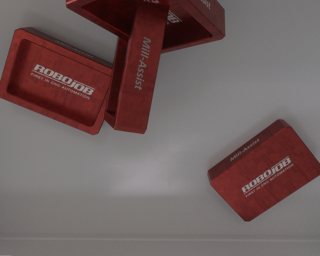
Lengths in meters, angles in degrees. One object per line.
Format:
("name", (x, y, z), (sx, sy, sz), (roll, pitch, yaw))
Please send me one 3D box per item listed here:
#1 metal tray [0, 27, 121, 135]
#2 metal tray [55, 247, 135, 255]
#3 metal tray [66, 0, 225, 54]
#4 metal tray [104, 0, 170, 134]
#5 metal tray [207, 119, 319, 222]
("metal tray", (-0.122, -0.057, 0.386), (0.131, 0.030, 0.089), (23, 108, -9))
("metal tray", (-0.101, 0.243, 0.499), (0.131, 0.030, 0.089), (-6, 110, 2))
("metal tray", (-0.006, -0.109, 0.282), (0.090, 0.131, 0.030), (-5, 80, 32))
("metal tray", (-0.028, -0.065, 0.324), (0.030, 0.090, 0.129), (9, 95, -18))
("metal tray", (0.145, 0.061, 0.432), (0.130, 0.030, 0.090), (-39, 106, 13))
